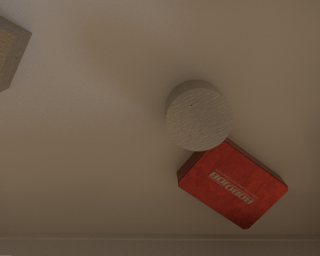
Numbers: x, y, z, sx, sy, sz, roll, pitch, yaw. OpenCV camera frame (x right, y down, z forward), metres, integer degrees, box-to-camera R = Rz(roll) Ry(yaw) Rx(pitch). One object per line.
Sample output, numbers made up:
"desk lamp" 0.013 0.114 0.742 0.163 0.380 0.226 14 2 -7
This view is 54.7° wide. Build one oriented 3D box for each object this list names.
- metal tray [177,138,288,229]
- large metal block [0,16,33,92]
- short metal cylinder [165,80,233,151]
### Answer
"metal tray" 0.101 0.076 0.438 0.130 0.030 0.090 35 106 -13
"large metal block" -0.211 -0.094 0.360 0.080 0.050 0.080 29 107 -11
"short metal cylinder" 0.047 -0.017 0.392 0.081 0.050 0.079 0 110 -1
